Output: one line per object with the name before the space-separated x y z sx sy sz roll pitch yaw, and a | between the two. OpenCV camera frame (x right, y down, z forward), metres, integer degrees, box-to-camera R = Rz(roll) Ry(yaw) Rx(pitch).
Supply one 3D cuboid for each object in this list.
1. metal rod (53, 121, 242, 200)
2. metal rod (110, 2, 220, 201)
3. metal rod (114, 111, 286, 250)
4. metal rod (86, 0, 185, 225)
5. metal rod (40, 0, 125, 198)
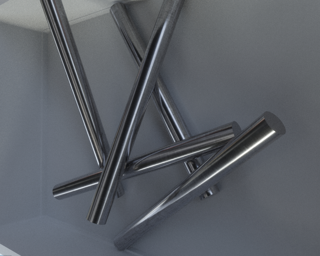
metal rod | -0.038 0.052 0.396 0.300 0.025 0.025 -22 76 33
metal rod | -0.002 -0.049 0.408 0.025 0.025 0.299 -39 66 33
metal rod | 0.021 0.081 0.360 0.298 0.025 0.025 -48 61 39
metal rod | -0.028 -0.029 0.382 0.025 0.025 0.299 16 85 39
metal rod | -0.103 -0.038 0.421 0.025 0.025 0.298 -1 112 40
